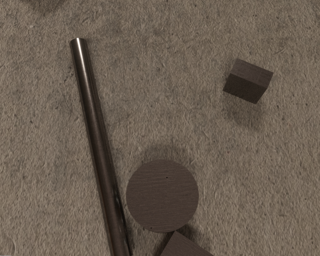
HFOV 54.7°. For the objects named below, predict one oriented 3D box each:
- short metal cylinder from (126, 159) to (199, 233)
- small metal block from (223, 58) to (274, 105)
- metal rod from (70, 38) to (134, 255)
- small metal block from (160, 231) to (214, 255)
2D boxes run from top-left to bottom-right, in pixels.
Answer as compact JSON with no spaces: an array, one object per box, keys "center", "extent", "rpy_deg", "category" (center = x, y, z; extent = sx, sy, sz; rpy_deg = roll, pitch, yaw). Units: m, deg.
[{"center":[0.003,0.082,0.365],"extent":[0.081,0.050,0.080],"rpy_deg":[0,70,0],"category":"short metal cylinder"},{"center":[0.118,-0.062,0.419],"extent":[0.050,0.050,0.025],"rpy_deg":[24,72,8],"category":"small metal block"},{"center":[-0.081,0.013,0.402],"extent":[0.025,0.025,0.299],"rpy_deg":[-14,71,-5],"category":"metal rod"},{"center":[0.025,0.153,0.353],"extent":[0.050,0.025,0.050],"rpy_deg":[31,73,10],"category":"small metal block"}]
